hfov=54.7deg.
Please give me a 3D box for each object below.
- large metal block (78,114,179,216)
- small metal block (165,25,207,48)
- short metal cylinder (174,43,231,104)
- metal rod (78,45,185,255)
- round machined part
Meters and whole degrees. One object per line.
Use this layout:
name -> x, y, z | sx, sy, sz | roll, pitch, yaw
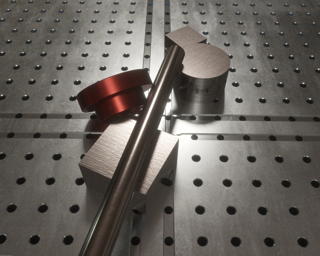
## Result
large metal block -> -0.032, 0.040, 0.357 | 0.080, 0.050, 0.080 | 21, 53, 16
small metal block -> 0.044, -0.146, 0.531 | 0.050, 0.025, 0.050 | -29, 56, -23
short metal cylinder -> 0.060, -0.082, 0.461 | 0.081, 0.050, 0.080 | 0, 50, 0
metal rod -> -0.018, 0.006, 0.337 | 0.025, 0.025, 0.300 | 12, 51, 10
round machined part -> -0.054, -0.038, 0.404 | 0.099, 0.098, 0.042 | -22, 90, -18
